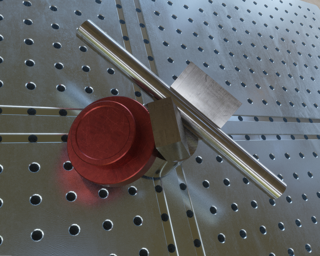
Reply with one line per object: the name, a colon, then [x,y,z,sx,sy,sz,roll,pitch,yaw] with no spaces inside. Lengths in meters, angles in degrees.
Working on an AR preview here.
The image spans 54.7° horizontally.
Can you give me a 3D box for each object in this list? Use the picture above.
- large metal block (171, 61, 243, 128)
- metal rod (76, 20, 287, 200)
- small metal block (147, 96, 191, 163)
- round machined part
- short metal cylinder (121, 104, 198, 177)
large metal block: [0.055,-0.041,0.415,0.080,0.050,0.080,39,8,-2]
metal rod: [0.026,-0.021,0.366,0.300,0.025,0.025,40,51,-1]
small metal block: [0.010,0.003,0.324,0.025,0.050,0.050,-16,64,9]
round machined part: [-0.053,0.010,0.325,0.098,0.042,0.098,-4,71,11]
short metal cylinder: [-0.001,0.014,0.378,0.081,0.050,0.080,14,56,-21]
